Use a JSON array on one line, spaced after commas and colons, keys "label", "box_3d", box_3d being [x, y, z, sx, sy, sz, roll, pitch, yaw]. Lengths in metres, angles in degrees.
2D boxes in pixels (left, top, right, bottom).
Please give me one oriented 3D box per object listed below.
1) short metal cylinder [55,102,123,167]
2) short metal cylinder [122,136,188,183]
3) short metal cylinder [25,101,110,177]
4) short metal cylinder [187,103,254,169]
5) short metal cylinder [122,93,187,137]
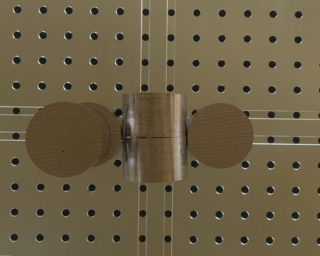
[{"label": "short metal cylinder", "box_3d": [-0.088, 0.008, 0.400, 0.081, 0.050, 0.079, 0, 90, -1]}, {"label": "short metal cylinder", "box_3d": [-0.006, 0.036, 0.385, 0.081, 0.080, 0.050, -1, 90, 0]}, {"label": "short metal cylinder", "box_3d": [-0.100, 0.012, 0.348, 0.081, 0.050, 0.079, 0, 90, 0]}, {"label": "short metal cylinder", "box_3d": [0.074, 0.009, 0.401, 0.081, 0.050, 0.079, 0, 90, -1]}, {"label": "short metal cylinder", "box_3d": [-0.007, -0.015, 0.386, 0.081, 0.080, 0.050, 1, 91, 0]}]
